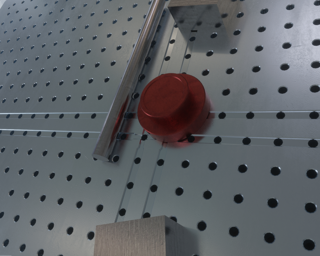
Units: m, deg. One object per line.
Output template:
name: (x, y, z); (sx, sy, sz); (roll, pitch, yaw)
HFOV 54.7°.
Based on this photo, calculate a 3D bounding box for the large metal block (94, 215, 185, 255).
large metal block: (-0.021, 0.141, 0.317); (0.080, 0.050, 0.080); (-14, 56, 20)

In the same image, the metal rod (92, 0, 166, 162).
metal rod: (-0.042, -0.090, 0.485); (0.025, 0.025, 0.300); (3, 63, 29)

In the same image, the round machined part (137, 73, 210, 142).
round machined part: (0.013, -0.034, 0.411); (0.098, 0.042, 0.098); (-13, 56, 21)

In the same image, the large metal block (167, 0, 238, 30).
large metal block: (0.070, -0.199, 0.478); (0.080, 0.050, 0.080); (11, 67, 32)
